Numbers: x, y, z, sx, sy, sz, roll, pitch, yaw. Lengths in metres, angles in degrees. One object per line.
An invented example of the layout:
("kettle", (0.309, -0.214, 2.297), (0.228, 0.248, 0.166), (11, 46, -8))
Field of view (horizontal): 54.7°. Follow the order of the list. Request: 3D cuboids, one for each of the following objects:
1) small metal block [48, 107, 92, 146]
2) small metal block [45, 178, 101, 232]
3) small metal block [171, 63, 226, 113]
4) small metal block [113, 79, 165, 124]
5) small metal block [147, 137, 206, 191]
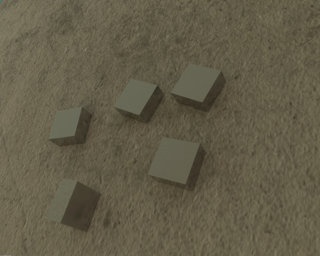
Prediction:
("small metal block", (-0.137, -0.002, 0.475), (0.050, 0.025, 0.050), (-7, 58, 24))
("small metal block", (-0.105, 0.096, 0.383), (0.025, 0.050, 0.050), (4, 64, 30))
("small metal block", (0.051, -0.054, 0.409), (0.050, 0.025, 0.050), (22, 73, 35))
("small metal block", (-0.030, -0.039, 0.442), (0.050, 0.025, 0.050), (19, 72, 35))
("small metal block", (0.021, 0.042, 0.366), (0.050, 0.025, 0.050), (9, 66, 31))
